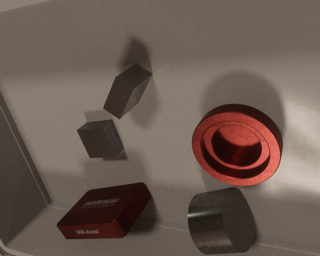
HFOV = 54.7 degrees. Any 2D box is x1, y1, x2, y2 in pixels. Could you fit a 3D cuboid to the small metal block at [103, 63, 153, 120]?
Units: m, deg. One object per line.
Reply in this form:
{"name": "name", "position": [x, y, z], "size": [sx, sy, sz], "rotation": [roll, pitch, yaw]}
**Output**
{"name": "small metal block", "position": [-0.040, -0.046, 0.383], "size": [0.025, 0.050, 0.050], "rotation": [35, 129, 5]}

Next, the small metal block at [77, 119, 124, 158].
{"name": "small metal block", "position": [-0.089, 0.017, 0.464], "size": [0.050, 0.025, 0.050], "rotation": [-6, 116, 30]}

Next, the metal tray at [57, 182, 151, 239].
{"name": "metal tray", "position": [-0.089, 0.132, 0.492], "size": [0.130, 0.090, 0.030], "rotation": [-15, 111, 33]}

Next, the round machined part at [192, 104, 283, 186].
{"name": "round machined part", "position": [0.091, 0.016, 0.359], "size": [0.098, 0.042, 0.097], "rotation": [13, 124, 20]}

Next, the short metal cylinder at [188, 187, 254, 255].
{"name": "short metal cylinder", "position": [0.080, 0.122, 0.405], "size": [0.050, 0.080, 0.080], "rotation": [-21, 107, 35]}
